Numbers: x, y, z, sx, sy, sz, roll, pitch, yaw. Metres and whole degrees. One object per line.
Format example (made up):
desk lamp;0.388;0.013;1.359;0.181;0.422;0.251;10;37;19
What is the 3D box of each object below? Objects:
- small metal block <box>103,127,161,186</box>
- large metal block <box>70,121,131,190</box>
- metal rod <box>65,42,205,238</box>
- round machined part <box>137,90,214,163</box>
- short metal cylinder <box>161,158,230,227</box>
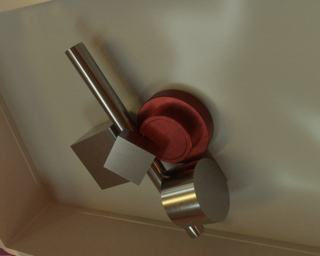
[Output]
small metal block;-0.035;0.035;0.383;0.050;0.025;0.050;29;117;1
large metal block;-0.065;0.034;0.441;0.080;0.050;0.080;-22;107;36
metal rod;-0.026;0.026;0.408;0.025;0.025;0.299;-23;107;36
round machined part;0.014;0.005;0.389;0.098;0.042;0.097;13;124;20
short metal cylinder;0.046;0.083;0.397;0.050;0.080;0.080;-22;107;36
